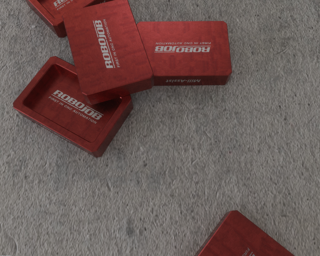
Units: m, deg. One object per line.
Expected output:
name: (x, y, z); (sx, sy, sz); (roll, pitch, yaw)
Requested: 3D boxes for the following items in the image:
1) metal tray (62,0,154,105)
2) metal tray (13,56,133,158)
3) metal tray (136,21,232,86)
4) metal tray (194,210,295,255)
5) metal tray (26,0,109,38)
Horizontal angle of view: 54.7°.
metal tray: (-0.069, -0.104, 0.410); (0.091, 0.030, 0.130); (-16, 71, -6)
metal tray: (-0.114, -0.030, 0.415); (0.130, 0.030, 0.090); (28, 72, 9)
metal tray: (0.032, -0.107, 0.445); (0.131, 0.030, 0.090); (-1, 70, -1)
metal tray: (0.078, 0.170, 0.344); (0.090, 0.030, 0.130); (38, 74, 12)
metal tray: (-0.132, -0.210, 0.481); (0.130, 0.030, 0.090); (-40, 75, -14)
